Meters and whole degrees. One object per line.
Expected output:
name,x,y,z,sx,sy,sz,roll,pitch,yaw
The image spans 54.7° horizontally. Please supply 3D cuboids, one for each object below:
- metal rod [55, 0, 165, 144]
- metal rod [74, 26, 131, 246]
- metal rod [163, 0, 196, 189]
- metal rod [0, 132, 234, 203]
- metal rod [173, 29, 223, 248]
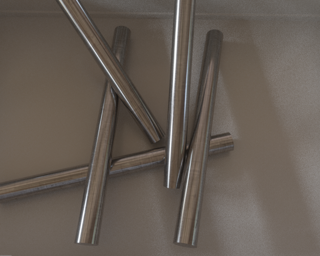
metal rod,-0.083,-0.110,0.382,0.025,0.025,0.299,-35,100,-12
metal rod,-0.066,-0.011,0.393,0.025,0.025,0.299,4,63,1
metal rod,0.025,-0.079,0.367,0.025,0.025,0.298,4,92,1
metal rod,-0.055,0.049,0.391,0.302,0.025,0.025,-12,71,-5
metal rod,0.054,-0.008,0.389,0.025,0.025,0.300,10,62,4
